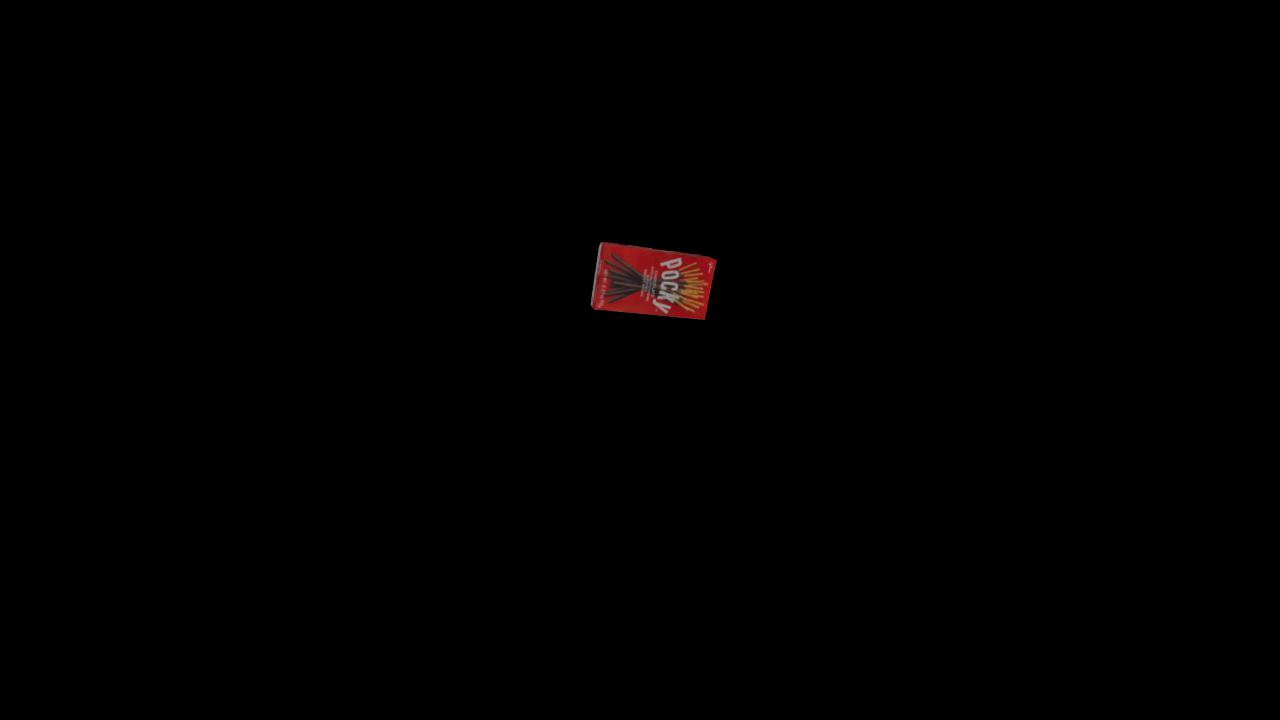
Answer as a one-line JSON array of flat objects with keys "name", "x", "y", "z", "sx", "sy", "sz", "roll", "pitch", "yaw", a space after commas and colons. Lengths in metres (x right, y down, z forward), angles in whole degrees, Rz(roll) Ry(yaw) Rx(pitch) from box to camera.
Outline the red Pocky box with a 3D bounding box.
[{"name": "red Pocky box", "x": 0.019, "y": -0.099, "z": 0.780, "sx": 0.155, "sy": 0.083, "sz": 0.028, "roll": 3, "pitch": 15, "yaw": -22}]
